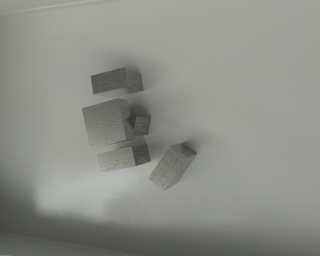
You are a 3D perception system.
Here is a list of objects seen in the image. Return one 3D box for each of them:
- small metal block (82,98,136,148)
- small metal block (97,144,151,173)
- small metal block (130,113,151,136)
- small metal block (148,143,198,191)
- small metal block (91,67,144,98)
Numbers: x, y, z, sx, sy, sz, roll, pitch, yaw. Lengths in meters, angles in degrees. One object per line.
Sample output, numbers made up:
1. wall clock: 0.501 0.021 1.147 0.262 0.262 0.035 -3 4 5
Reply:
1. small metal block: -0.063 -0.005 0.379 0.050 0.025 0.050 -14 86 19
2. small metal block: -0.047 0.040 0.414 0.050 0.050 0.025 -13 86 19
3. small metal block: -0.046 -0.008 0.413 0.050 0.050 0.025 13 95 19
4. small metal block: 0.017 0.048 0.391 0.025 0.050 0.050 37 102 16
5. small metal block: -0.056 -0.060 0.417 0.050 0.050 0.025 -10 87 20
